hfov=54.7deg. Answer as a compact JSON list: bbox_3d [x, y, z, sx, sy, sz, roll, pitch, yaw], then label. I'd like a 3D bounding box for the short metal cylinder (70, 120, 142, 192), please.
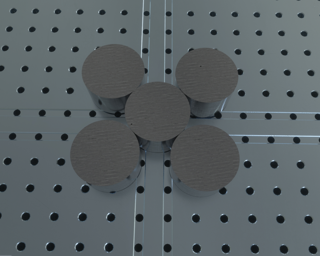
[{"bbox_3d":[-0.064,0.036,0.383,0.081,0.050,0.080,0,70,0],"label":"short metal cylinder"}]

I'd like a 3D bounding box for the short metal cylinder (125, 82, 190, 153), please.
[{"bbox_3d":[-0.003,-0.013,0.403,0.081,0.050,0.080,0,70,0],"label":"short metal cylinder"}]

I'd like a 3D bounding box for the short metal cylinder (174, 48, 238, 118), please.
[{"bbox_3d":[0.060,-0.060,0.419,0.081,0.050,0.080,0,70,0],"label":"short metal cylinder"}]

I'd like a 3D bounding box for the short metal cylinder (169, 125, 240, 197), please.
[{"bbox_3d":[0.052,0.042,0.383,0.081,0.050,0.080,0,70,0],"label":"short metal cylinder"}]

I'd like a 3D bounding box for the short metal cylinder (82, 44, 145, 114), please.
[{"bbox_3d":[-0.060,-0.066,0.421,0.081,0.050,0.080,0,70,0],"label":"short metal cylinder"}]
